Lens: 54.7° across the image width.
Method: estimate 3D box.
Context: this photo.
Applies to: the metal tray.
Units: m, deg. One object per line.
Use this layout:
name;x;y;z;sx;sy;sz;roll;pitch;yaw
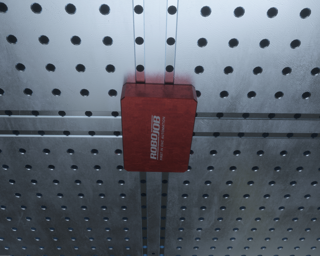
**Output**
metal tray;-0.003;0.005;0.411;0.091;0.030;0.129;1;130;-2
